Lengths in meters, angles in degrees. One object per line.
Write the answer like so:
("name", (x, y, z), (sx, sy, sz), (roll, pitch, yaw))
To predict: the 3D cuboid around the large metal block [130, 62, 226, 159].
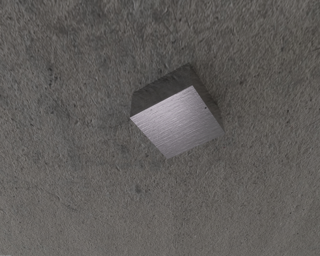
("large metal block", (0.022, -0.018, 0.375), (0.080, 0.050, 0.080), (-26, 126, 20))
